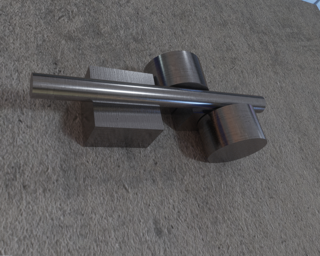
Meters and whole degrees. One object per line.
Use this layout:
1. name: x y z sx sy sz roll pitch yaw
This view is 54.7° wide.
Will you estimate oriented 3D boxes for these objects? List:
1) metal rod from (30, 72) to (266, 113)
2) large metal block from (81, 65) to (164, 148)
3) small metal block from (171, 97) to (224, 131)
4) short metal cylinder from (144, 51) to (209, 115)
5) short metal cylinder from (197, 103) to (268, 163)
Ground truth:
1. metal rod: 0.009 -0.037 0.369 0.303 0.025 0.025 2 61 -29
2. large metal block: -0.049 -0.023 0.374 0.081 0.050 0.080 3 60 -27
3. small metal block: 0.051 -0.018 0.428 0.050 0.050 0.025 1 62 -28
4. short metal cylinder: 0.022 -0.059 0.420 0.081 0.080 0.050 2 61 -28
5. short metal cylinder: 0.096 0.009 0.418 0.081 0.080 0.050 0 62 -29
